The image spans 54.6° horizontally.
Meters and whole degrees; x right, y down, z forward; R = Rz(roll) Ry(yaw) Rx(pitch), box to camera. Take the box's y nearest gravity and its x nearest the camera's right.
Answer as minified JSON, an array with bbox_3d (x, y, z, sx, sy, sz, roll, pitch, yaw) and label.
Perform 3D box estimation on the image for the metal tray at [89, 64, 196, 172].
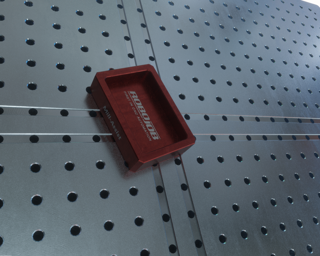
[{"bbox_3d":[-0.023,-0.018,0.403,0.091,0.030,0.130,-18,71,-35],"label":"metal tray"}]
